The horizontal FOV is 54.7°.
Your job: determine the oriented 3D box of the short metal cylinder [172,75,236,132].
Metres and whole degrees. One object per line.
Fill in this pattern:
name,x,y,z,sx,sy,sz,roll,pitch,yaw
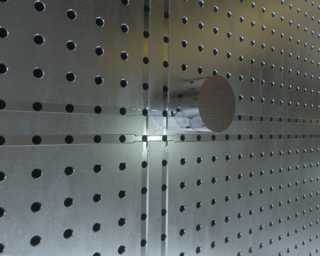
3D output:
short metal cylinder,0.064,-0.034,0.449,0.081,0.050,0.079,0,90,-40
